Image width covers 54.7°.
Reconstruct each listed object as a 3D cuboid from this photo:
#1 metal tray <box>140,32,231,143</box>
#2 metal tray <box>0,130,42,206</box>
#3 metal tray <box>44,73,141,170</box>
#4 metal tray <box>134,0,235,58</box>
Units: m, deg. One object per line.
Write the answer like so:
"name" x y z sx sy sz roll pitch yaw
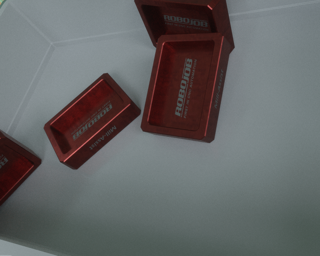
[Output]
"metal tray" 0.032 -0.052 0.390 0.090 0.030 0.129 8 84 31
"metal tray" -0.246 0.071 0.438 0.030 0.090 0.130 34 76 31
"metal tray" -0.103 -0.013 0.462 0.130 0.030 0.090 -41 51 -1
"metal tray" 0.034 -0.145 0.431 0.130 0.090 0.030 23 65 36
